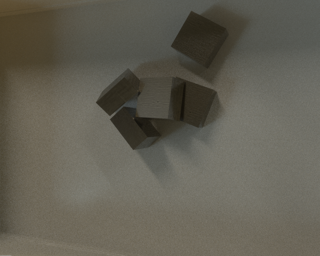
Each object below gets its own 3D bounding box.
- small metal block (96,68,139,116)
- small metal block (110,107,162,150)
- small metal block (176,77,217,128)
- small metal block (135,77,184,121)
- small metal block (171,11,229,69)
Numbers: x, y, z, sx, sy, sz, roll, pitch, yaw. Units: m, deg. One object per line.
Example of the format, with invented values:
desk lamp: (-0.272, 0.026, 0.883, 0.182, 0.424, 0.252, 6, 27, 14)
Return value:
small metal block: (-0.054, -0.049, 0.412, 0.050, 0.050, 0.025, -39, 108, 15)
small metal block: (-0.031, 0.000, 0.407, 0.025, 0.050, 0.050, -42, 77, 15)
small metal block: (0.038, -0.032, 0.397, 0.050, 0.025, 0.050, 23, 97, 18)
small metal block: (0.000, -0.036, 0.385, 0.050, 0.025, 0.050, 5, 86, 37)
small metal block: (0.050, -0.111, 0.392, 0.050, 0.025, 0.050, 34, 101, 16)
